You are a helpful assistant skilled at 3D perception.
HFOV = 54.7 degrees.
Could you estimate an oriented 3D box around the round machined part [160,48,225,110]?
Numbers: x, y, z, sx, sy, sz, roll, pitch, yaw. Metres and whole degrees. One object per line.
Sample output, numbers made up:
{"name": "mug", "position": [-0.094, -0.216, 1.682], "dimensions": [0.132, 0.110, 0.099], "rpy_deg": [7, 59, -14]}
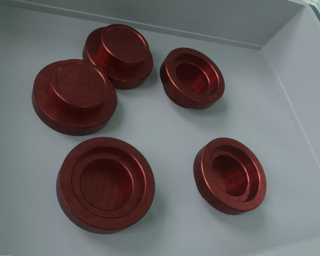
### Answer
{"name": "round machined part", "position": [0.044, -0.069, 0.462], "dimensions": [0.099, 0.042, 0.098], "rpy_deg": [14, 56, -21]}

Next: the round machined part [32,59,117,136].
{"name": "round machined part", "position": [-0.098, -0.043, 0.369], "dimensions": [0.099, 0.042, 0.098], "rpy_deg": [14, 56, -21]}

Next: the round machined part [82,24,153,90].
{"name": "round machined part", "position": [-0.054, -0.105, 0.431], "dimensions": [0.099, 0.042, 0.098], "rpy_deg": [14, 56, -21]}

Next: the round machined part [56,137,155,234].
{"name": "round machined part", "position": [-0.059, 0.062, 0.326], "dimensions": [0.099, 0.042, 0.098], "rpy_deg": [14, 56, -21]}

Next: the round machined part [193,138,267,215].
{"name": "round machined part", "position": [0.085, 0.065, 0.403], "dimensions": [0.099, 0.042, 0.098], "rpy_deg": [14, 56, -21]}
